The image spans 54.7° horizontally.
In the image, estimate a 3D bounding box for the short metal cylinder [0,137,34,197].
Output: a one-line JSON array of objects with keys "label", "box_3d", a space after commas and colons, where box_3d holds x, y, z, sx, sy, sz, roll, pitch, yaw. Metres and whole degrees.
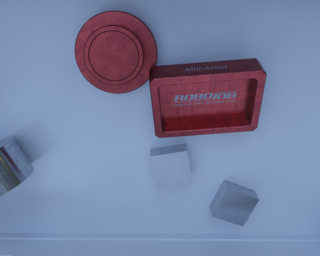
[{"label": "short metal cylinder", "box_3d": [-0.214, 0.053, 0.399, 0.080, 0.080, 0.050, -23, 109, 8]}]

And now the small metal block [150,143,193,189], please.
[{"label": "small metal block", "box_3d": [0.016, 0.053, 0.431, 0.050, 0.025, 0.050, -10, 110, 3]}]

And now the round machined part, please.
[{"label": "round machined part", "box_3d": [-0.053, -0.088, 0.369, 0.099, 0.042, 0.097, 0, 110, -1]}]

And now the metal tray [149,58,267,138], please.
[{"label": "metal tray", "box_3d": [0.056, -0.034, 0.381, 0.131, 0.030, 0.089, -4, 131, 1]}]

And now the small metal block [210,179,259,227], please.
[{"label": "small metal block", "box_3d": [0.108, 0.110, 0.454, 0.050, 0.025, 0.050, 21, 109, -8]}]
